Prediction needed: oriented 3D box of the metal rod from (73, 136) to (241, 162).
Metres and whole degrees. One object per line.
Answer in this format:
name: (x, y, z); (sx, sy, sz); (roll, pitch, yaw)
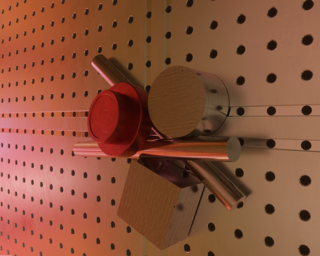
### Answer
metal rod: (-0.031, 0.028, 0.409); (0.300, 0.025, 0.025); (-4, 88, 47)

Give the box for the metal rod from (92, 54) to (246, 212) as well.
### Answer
metal rod: (-0.005, -0.011, 0.412); (0.300, 0.025, 0.025); (46, 117, 30)

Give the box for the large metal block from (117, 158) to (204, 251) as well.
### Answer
large metal block: (-0.001, 0.089, 0.389); (0.080, 0.050, 0.079); (25, 106, 37)

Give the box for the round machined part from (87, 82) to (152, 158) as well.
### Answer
round machined part: (-0.057, -0.012, 0.400); (0.098, 0.042, 0.098); (-12, 73, 43)

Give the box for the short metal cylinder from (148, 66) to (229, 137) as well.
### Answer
short metal cylinder: (0.033, -0.029, 0.363); (0.080, 0.050, 0.079); (0, 90, 39)
